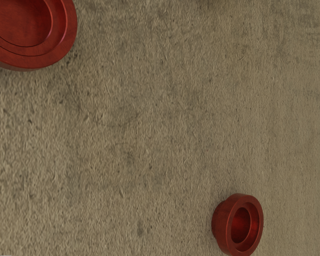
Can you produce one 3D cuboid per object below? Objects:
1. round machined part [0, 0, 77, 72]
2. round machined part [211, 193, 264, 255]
[{"bbox_3d":[-0.131,-0.100,0.284,0.099,0.042,0.097,0,90,-40],"label":"round machined part"},{"bbox_3d":[0.120,0.153,0.494,0.099,0.042,0.097,0,90,-40],"label":"round machined part"}]
